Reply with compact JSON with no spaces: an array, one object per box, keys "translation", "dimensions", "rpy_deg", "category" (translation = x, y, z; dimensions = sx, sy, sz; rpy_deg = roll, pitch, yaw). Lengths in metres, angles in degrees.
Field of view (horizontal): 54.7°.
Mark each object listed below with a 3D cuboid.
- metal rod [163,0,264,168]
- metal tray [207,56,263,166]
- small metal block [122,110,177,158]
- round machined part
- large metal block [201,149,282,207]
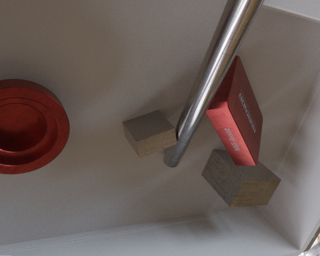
[{"translation":[0.043,-0.033,0.328],"dimensions":[0.025,0.025,0.298],"rpy_deg":[-15,152,-20],"category":"metal rod"},{"translation":[0.104,-0.020,0.417],"dimensions":[0.130,0.030,0.090],"rpy_deg":[54,43,-40],"category":"metal tray"},{"translation":[-0.014,0.006,0.390],"dimensions":[0.050,0.050,0.025],"rpy_deg":[-20,126,-17],"category":"small metal block"},{"translation":[-0.146,-0.005,0.315],"dimensions":[0.099,0.042,0.097],"rpy_deg":[-14,125,-21],"category":"round machined part"},{"translation":[0.127,0.079,0.494],"dimensions":[0.081,0.080,0.050],"rpy_deg":[6,115,-32],"category":"large metal block"}]
